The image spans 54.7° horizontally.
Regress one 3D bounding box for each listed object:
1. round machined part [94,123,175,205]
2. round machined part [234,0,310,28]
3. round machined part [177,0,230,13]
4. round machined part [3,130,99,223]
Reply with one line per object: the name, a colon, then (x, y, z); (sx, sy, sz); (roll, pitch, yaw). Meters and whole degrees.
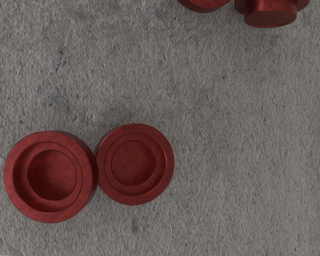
round machined part: (-0.035, 0.043, 0.387); (0.099, 0.042, 0.097); (0, 90, -20)
round machined part: (0.152, -0.169, 0.426); (0.099, 0.098, 0.042); (4, 89, -20)
round machined part: (0.054, -0.204, 0.418); (0.099, 0.042, 0.097); (0, 90, -18)
round machined part: (-0.116, 0.051, 0.344); (0.099, 0.042, 0.097); (0, 93, 6)
